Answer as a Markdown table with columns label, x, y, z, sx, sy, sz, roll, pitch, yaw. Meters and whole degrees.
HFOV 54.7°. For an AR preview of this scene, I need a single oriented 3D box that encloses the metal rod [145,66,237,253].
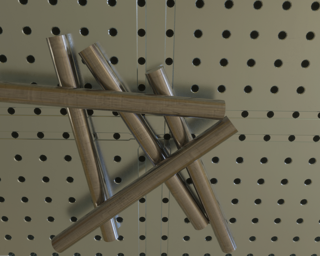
| label | x | y | z | sx | sy | sz | roll | pitch | yaw |
| --- | --- | --- | --- | --- | --- | --- | --- | --- | --- |
| metal rod | 0.050 | 0.057 | 0.435 | 0.025 | 0.025 | 0.299 | -22 | 109 | 7 |

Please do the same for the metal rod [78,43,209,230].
| label | x | y | z | sx | sy | sz | roll | pitch | yaw |
| --- | --- | --- | --- | --- | --- | --- | --- | --- | --- |
| metal rod | -0.013 | 0.024 | 0.421 | 0.025 | 0.025 | 0.299 | -29 | 108 | 10 |

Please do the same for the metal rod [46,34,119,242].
| label | x | y | z | sx | sy | sz | roll | pitch | yaw |
| --- | --- | --- | --- | --- | --- | --- | --- | --- | --- |
| metal rod | -0.099 | 0.028 | 0.422 | 0.025 | 0.025 | 0.298 | -9 | 110 | 3 |

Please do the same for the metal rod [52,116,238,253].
| label | x | y | z | sx | sy | sz | roll | pitch | yaw |
| --- | --- | --- | --- | --- | --- | --- | --- | --- | --- |
| metal rod | -0.028 | 0.081 | 0.416 | 0.300 | 0.025 | 0.025 | -36 | 107 | 12 |

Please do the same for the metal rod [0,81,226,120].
| label | x | y | z | sx | sy | sz | roll | pitch | yaw |
| --- | --- | --- | --- | --- | --- | --- | --- | --- | --- |
| metal rod | -0.073 | -0.034 | 0.373 | 0.302 | 0.025 | 0.025 | 5 | 110 | -3 |
